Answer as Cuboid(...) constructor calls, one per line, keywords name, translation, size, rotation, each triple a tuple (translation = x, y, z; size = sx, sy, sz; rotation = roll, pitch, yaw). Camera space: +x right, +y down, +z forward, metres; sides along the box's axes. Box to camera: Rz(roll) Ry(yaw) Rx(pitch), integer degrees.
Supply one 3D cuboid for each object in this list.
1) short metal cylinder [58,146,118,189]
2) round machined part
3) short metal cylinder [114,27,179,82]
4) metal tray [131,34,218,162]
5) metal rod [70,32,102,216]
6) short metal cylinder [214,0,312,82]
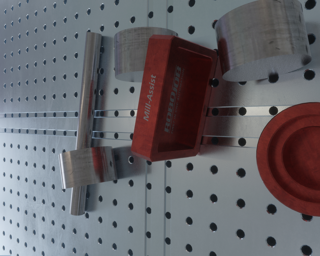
Cuboid(name="short metal cylinder", translation=(-0.107, 0.059, 0.462), size=(0.080, 0.081, 0.050), rotation=(-16, 80, 39))
Cuboid(name="round machined part", translation=(0.143, 0.026, 0.280), size=(0.098, 0.042, 0.097), rotation=(0, 90, 40))
Cuboid(name="short metal cylinder", translation=(-0.016, -0.088, 0.387), size=(0.080, 0.081, 0.050), rotation=(-2, 89, 40))
Cuboid(name="metal tray", translation=(0.018, -0.031, 0.351), size=(0.030, 0.091, 0.129), rotation=(17, 101, 39))
Cuboid(name="metal rod", translation=(-0.123, -0.004, 0.511), size=(0.025, 0.025, 0.298), rotation=(11, 97, 39))
Cuboid(name="short metal cylinder", translation=(0.096, -0.080, 0.294), size=(0.080, 0.081, 0.050), rotation=(-13, 82, 39))
